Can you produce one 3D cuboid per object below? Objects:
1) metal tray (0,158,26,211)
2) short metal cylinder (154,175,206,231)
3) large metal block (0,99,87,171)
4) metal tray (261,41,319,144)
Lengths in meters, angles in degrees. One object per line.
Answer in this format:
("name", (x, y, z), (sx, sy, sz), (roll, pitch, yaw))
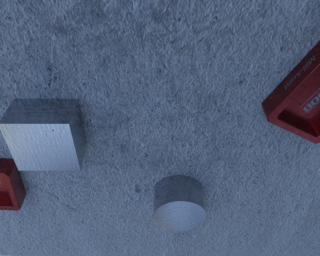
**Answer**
("metal tray", (-0.283, 0.085, 0.472), (0.131, 0.030, 0.089), (4, 130, -4))
("short metal cylinder", (0.030, 0.120, 0.493), (0.081, 0.050, 0.079), (0, 130, 0))
("large metal block", (-0.144, 0.009, 0.397), (0.081, 0.050, 0.079), (0, 130, 0))
("metal tray", (0.198, -0.046, 0.366), (0.091, 0.030, 0.129), (22, 127, -18))
